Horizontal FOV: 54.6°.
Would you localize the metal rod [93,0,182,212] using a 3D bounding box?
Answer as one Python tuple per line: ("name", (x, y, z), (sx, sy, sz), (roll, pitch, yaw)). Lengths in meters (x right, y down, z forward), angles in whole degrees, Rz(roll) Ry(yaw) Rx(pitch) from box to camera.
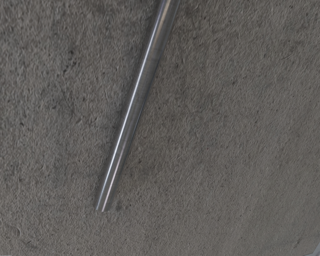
("metal rod", (-0.032, -0.023, 0.374), (0.025, 0.025, 0.298), (7, 115, -31))
